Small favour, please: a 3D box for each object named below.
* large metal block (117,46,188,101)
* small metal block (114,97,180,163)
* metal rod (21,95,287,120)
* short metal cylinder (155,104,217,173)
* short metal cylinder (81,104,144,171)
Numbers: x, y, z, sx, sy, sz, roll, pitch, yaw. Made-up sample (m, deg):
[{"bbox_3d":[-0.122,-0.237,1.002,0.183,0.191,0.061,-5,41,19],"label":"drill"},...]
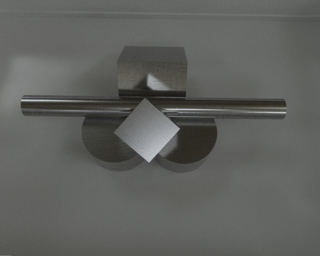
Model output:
[{"bbox_3d":[-0.009,-0.071,0.399,0.081,0.050,0.080,1,27,0],"label":"large metal block"},{"bbox_3d":[-0.014,0.001,0.343,0.050,0.025,0.050,41,96,-6],"label":"small metal block"},{"bbox_3d":[-0.007,-0.024,0.364,0.302,0.025,0.025,1,70,0],"label":"metal rod"},{"bbox_3d":[0.028,0.012,0.391,0.081,0.050,0.080,0,70,0],"label":"short metal cylinder"},{"bbox_3d":[-0.053,0.010,0.391,0.081,0.050,0.080,0,70,0],"label":"short metal cylinder"}]
